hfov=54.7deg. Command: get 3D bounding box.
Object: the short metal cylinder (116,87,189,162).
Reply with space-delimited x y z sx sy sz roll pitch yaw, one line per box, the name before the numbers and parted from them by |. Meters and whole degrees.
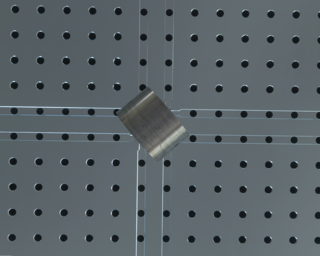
short metal cylinder | -0.009 -0.005 0.385 0.050 0.080 0.080 -40 91 0
